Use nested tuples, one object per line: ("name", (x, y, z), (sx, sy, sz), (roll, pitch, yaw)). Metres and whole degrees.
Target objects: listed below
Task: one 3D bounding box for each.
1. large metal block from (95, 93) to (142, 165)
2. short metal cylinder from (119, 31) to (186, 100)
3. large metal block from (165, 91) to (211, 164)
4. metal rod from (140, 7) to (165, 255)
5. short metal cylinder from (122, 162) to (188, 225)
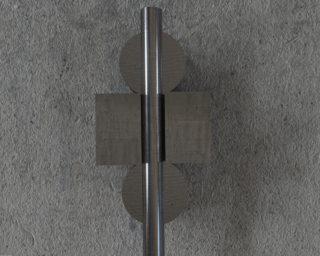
("large metal block", (-0.046, 0.001, 0.383), (0.050, 0.080, 0.080), (-1, 90, 0))
("short metal cylinder", (-0.009, -0.078, 0.398), (0.081, 0.050, 0.080), (0, 90, 0))
("large metal block", (0.031, -0.001, 0.384), (0.050, 0.080, 0.080), (-1, 90, 0))
("metal rod", (-0.009, 0.013, 0.361), (0.025, 0.025, 0.298), (-1, 90, 0))
("short metal cylinder", (-0.006, 0.078, 0.399), (0.081, 0.050, 0.080), (0, 90, 0))
